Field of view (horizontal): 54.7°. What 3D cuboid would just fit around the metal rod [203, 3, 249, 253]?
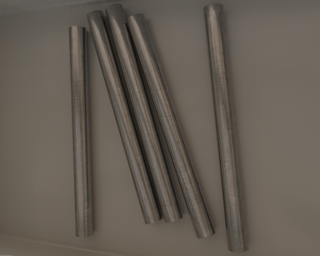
[{"bbox_3d":[0.081,-0.002,0.381,0.025,0.025,0.298,-6,88,19],"label":"metal rod"}]

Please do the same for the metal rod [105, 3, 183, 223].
[{"bbox_3d":[-0.023,-0.024,0.417,0.025,0.025,0.298,-18,84,19],"label":"metal rod"}]

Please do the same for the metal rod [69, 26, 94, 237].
[{"bbox_3d":[-0.114,0.005,0.449,0.025,0.025,0.298,-2,89,19],"label":"metal rod"}]

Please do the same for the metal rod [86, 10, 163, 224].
[{"bbox_3d":[-0.050,-0.019,0.427,0.025,0.025,0.298,-18,84,19],"label":"metal rod"}]

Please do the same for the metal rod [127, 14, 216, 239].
[{"bbox_3d":[0.013,-0.007,0.405,0.025,0.025,0.299,-20,84,18],"label":"metal rod"}]
